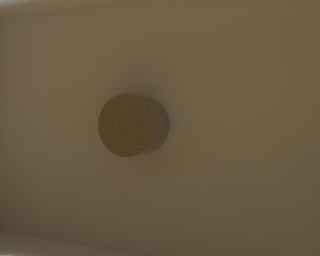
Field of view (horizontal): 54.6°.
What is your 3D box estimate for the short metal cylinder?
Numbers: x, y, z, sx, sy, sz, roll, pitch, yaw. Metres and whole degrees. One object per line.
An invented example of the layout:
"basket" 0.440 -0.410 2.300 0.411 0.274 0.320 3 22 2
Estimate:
"short metal cylinder" -0.033 -0.004 0.409 0.080 0.050 0.080 0 90 20
